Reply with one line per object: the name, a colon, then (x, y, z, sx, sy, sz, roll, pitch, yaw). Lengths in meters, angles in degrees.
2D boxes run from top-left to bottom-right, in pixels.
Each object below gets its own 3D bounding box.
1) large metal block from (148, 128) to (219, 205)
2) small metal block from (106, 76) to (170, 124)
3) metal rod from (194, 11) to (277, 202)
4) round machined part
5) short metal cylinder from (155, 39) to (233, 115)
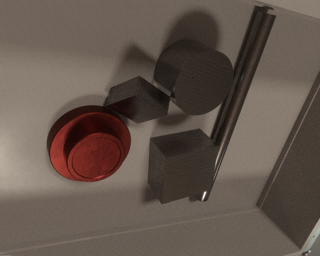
large metal block: (0.031, 0.053, 0.444, 0.081, 0.050, 0.079, -10, 123, -23)
small metal block: (-0.025, -0.031, 0.359, 0.050, 0.050, 0.025, 30, 59, -38)
metal rod: (0.102, -0.015, 0.457, 0.025, 0.025, 0.298, 0, 119, -29)
round machined part: (-0.081, 0.025, 0.371, 0.099, 0.042, 0.097, -14, 125, -21)
short metal cylinder: (0.041, -0.062, 0.377, 0.081, 0.050, 0.079, -15, 124, -22)
